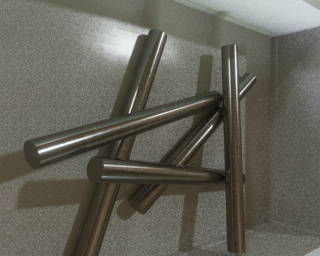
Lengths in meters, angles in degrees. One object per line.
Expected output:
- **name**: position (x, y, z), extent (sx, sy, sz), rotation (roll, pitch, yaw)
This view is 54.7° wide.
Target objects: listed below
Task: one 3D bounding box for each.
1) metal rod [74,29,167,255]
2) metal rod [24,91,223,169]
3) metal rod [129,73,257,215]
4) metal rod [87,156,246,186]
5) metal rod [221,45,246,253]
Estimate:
- **metal rod**: position (-0.044, 0.018, 0.369), extent (0.025, 0.025, 0.299), rotation (27, 73, -37)
- **metal rod**: position (-0.010, -0.012, 0.366), extent (0.302, 0.025, 0.025), rotation (-19, 103, -48)
- **metal rod**: position (0.064, 0.007, 0.459), extent (0.301, 0.025, 0.025), rotation (-45, 117, -31)
- **metal rod**: position (0.035, 0.062, 0.403), extent (0.302, 0.025, 0.025), rotation (14, 81, -49)
- **metal rod**: position (0.107, 0.025, 0.455), extent (0.025, 0.025, 0.298), rotation (7, 80, -40)
